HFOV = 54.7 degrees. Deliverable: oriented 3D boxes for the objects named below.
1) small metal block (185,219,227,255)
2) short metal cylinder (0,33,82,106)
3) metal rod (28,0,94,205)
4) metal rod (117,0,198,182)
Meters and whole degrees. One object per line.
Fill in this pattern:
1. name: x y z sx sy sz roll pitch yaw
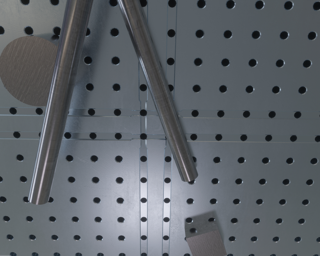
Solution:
1. small metal block: 0.071 0.175 0.479 0.050 0.025 0.050 -18 109 6
2. short metal cylinder: -0.141 -0.071 0.372 0.081 0.050 0.079 0 110 0
3. metal rod: -0.109 -0.044 0.342 0.025 0.025 0.298 16 109 -6
4. metal rod: -0.006 -0.063 0.389 0.025 0.025 0.298 -18 109 6
